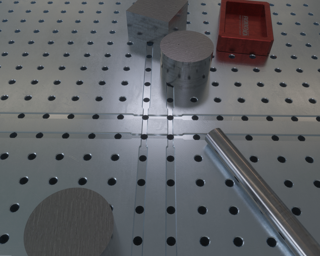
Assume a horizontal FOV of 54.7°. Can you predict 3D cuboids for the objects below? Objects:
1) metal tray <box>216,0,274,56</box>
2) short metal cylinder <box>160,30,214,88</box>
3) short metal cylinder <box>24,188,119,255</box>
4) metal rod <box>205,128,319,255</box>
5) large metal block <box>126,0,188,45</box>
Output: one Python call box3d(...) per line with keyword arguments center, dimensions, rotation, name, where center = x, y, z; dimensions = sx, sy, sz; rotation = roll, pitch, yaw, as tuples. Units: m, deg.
box3d(center=(0.152, -0.186, 0.561), dimensions=(0.090, 0.030, 0.130), rotation=(7, 50, 6), name="metal tray")
box3d(center=(0.040, -0.107, 0.482), dimensions=(0.080, 0.050, 0.080), rotation=(0, 50, 0), name="short metal cylinder")
box3d(center=(-0.083, 0.106, 0.302), dimensions=(0.080, 0.050, 0.080), rotation=(0, 50, 0), name="short metal cylinder")
box3d(center=(0.139, 0.110, 0.315), dimensions=(0.025, 0.025, 0.300), rotation=(-22, 54, -18), name="metal rod")
box3d(center=(-0.004, -0.197, 0.557), dimensions=(0.080, 0.050, 0.080), rotation=(21, 53, 17), name="large metal block")
